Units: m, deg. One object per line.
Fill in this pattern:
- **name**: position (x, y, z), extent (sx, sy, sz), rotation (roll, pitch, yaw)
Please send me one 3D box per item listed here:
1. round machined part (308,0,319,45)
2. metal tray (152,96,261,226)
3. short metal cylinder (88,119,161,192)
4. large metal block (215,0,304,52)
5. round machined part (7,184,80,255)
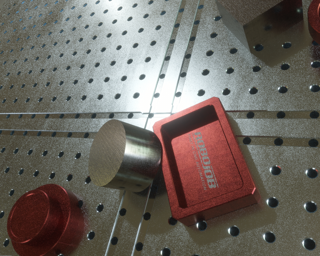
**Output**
- **round machined part**: position (0.225, -0.124, 0.356), extent (0.098, 0.042, 0.098), rotation (-13, 56, 21)
- **metal tray**: position (0.048, 0.035, 0.358), extent (0.090, 0.030, 0.130), rotation (-23, 53, 14)
- **short metal cylinder**: position (-0.044, 0.034, 0.376), extent (0.080, 0.050, 0.080), rotation (-24, 56, 44)
- **large metal block**: position (0.133, -0.164, 0.423), extent (0.080, 0.050, 0.080), rotation (-32, 52, 7)
- **round machined part**: position (-0.159, 0.120, 0.407), extent (0.098, 0.042, 0.098), rotation (-13, 56, 21)
